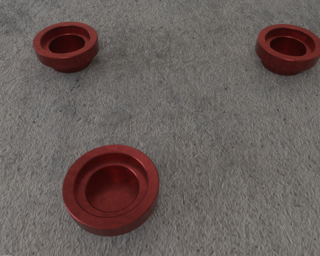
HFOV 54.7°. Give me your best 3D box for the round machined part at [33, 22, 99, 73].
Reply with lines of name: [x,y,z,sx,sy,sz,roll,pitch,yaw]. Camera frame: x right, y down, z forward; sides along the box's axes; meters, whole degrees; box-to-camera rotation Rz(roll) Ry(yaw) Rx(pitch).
round machined part: [-0.147,-0.125,0.496,0.099,0.042,0.098,0,50,0]

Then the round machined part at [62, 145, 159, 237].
round machined part: [-0.050,0.069,0.334,0.099,0.042,0.098,0,50,0]

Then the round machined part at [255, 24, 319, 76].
round machined part: [0.202,-0.121,0.495,0.099,0.042,0.098,0,50,0]
